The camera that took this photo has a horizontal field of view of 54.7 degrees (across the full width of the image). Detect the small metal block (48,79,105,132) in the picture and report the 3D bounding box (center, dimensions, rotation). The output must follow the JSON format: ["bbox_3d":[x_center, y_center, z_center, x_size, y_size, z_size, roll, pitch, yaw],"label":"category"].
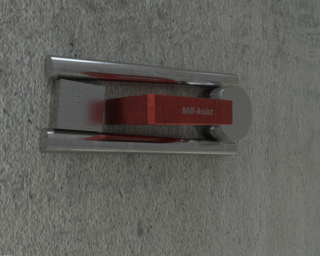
[{"bbox_3d":[-0.089,-0.023,0.332,0.050,0.025,0.050,5,87,-40],"label":"small metal block"}]

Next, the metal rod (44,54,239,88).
[{"bbox_3d":[0.003,-0.069,0.409,0.302,0.025,0.025,-4,93,-40],"label":"metal rod"}]

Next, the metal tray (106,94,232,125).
[{"bbox_3d":[0.013,-0.019,0.373,0.131,0.090,0.030,0,90,-40],"label":"metal tray"}]

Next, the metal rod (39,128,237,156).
[{"bbox_3d":[-0.001,0.023,0.406,0.302,0.025,0.025,5,87,-40],"label":"metal rod"}]

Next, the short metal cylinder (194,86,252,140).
[{"bbox_3d":[0.095,-0.022,0.469,0.081,0.050,0.079,0,90,-40],"label":"short metal cylinder"}]
